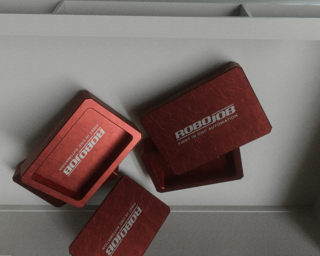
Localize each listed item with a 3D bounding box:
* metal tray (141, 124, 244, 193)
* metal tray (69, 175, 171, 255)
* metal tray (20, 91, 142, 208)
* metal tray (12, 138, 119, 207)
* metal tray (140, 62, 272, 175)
[{"bbox_3d":[0.048,0.045,0.444,0.131,0.030,0.090,-12,130,9],"label":"metal tray"},{"bbox_3d":[-0.057,0.147,0.452,0.090,0.130,0.030,38,156,-3],"label":"metal tray"},{"bbox_3d":[-0.098,0.030,0.391,0.090,0.030,0.130,37,95,-31],"label":"metal tray"},{"bbox_3d":[-0.137,0.063,0.457,0.130,0.030,0.090,-29,125,22],"label":"metal tray"},{"bbox_3d":[0.054,-0.009,0.374,0.130,0.030,0.090,-27,108,14],"label":"metal tray"}]
